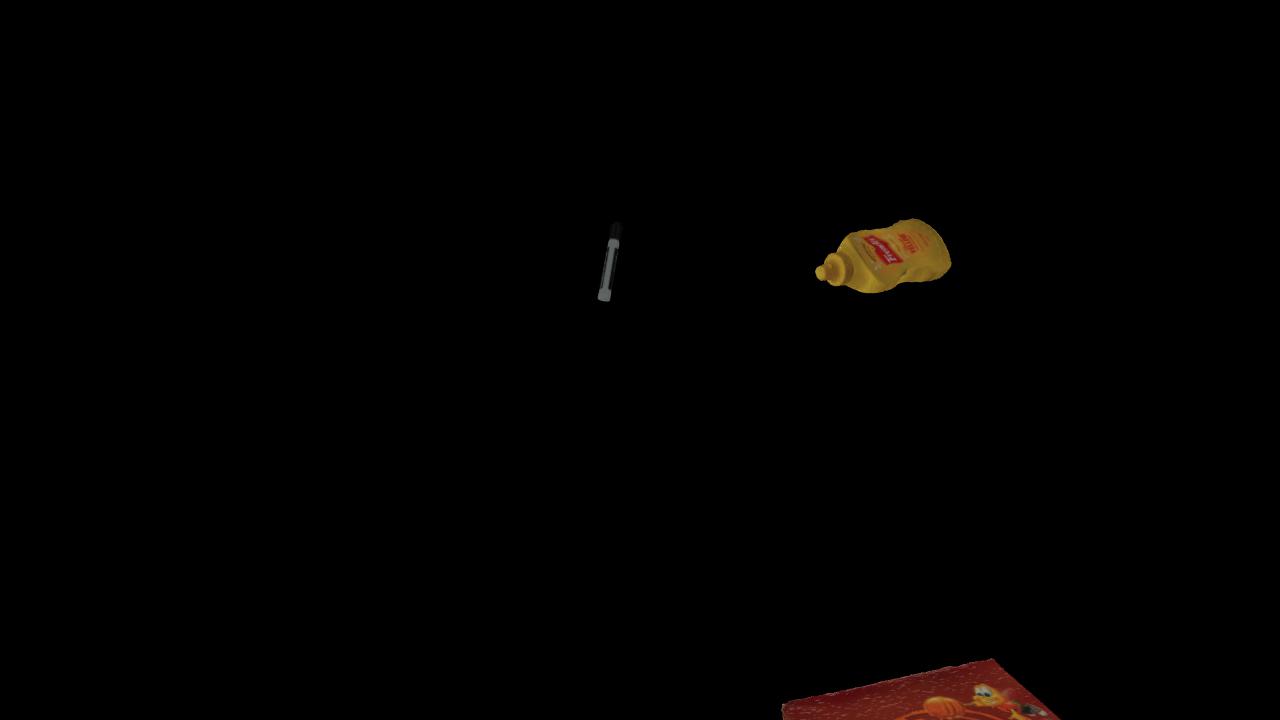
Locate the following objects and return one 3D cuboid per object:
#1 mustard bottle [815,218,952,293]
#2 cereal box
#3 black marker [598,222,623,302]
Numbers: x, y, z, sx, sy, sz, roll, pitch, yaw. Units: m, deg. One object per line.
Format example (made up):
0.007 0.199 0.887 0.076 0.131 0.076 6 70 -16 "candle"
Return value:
0.307 -0.129 0.799 0.184 0.092 0.054 -14 -21 -19 "mustard bottle"
0.241 0.333 0.402 0.203 0.081 0.306 -9 7 -6 "cereal box"
-0.044 -0.147 0.913 0.020 0.121 0.020 9 -9 1 "black marker"
